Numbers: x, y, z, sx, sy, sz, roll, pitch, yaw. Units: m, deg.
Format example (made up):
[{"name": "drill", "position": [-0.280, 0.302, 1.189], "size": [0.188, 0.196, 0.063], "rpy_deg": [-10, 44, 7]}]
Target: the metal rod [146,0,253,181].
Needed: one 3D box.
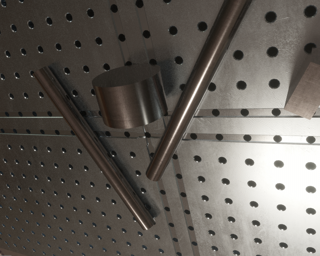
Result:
[{"name": "metal rod", "position": [0.038, -0.039, 0.365], "size": [0.025, 0.025, 0.298], "rpy_deg": [30, 128, 8]}]

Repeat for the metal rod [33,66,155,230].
[{"name": "metal rod", "position": [-0.096, 0.039, 0.483], "size": [0.025, 0.025, 0.299], "rpy_deg": [-22, 107, 36]}]

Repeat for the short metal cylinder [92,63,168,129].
[{"name": "short metal cylinder", "position": [-0.034, -0.040, 0.368], "size": [0.080, 0.080, 0.050], "rpy_deg": [3, 120, 26]}]

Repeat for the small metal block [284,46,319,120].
[{"name": "small metal block", "position": [0.143, -0.044, 0.293], "size": [0.025, 0.050, 0.050], "rpy_deg": [25, 127, 12]}]
